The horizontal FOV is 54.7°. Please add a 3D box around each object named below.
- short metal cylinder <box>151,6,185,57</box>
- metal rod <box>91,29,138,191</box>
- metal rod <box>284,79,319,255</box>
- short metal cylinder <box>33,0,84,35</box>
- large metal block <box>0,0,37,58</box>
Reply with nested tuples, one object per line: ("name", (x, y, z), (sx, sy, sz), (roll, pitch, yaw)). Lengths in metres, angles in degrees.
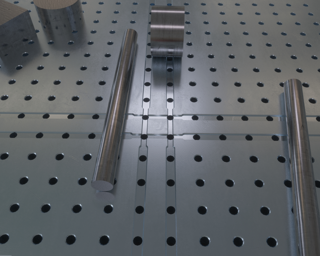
("short metal cylinder", (0.012, -0.156, 0.503), (0.050, 0.080, 0.080), (2, 50, 2))
("metal rod", (-0.059, -0.049, 0.447), (0.025, 0.025, 0.300), (2, 50, 2))
("metal rod", (0.168, 0.048, 0.367), (0.025, 0.025, 0.300), (9, 50, 7))
("short metal cylinder", (-0.185, -0.217, 0.572), (0.080, 0.050, 0.080), (0, 50, 0))
("large metal block", (-0.280, -0.175, 0.537), (0.080, 0.050, 0.080), (26, 55, 20))
